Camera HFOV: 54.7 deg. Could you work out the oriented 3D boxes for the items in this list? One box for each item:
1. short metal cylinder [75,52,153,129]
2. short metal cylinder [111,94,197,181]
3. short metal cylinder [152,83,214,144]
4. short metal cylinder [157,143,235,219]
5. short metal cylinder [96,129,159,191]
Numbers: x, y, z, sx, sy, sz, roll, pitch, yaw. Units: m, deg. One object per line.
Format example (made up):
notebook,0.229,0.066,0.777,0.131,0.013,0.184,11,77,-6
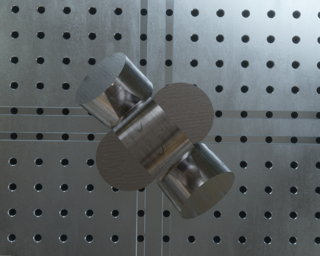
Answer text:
short metal cylinder,-0.056,-0.045,0.378,0.080,0.080,0.050,-46,125,0
short metal cylinder,-0.006,0.010,0.334,0.050,0.080,0.080,-41,91,0
short metal cylinder,0.025,-0.016,0.400,0.081,0.050,0.079,0,90,-1
short metal cylinder,0.044,0.065,0.379,0.080,0.080,0.050,-41,55,0
short metal cylinder,-0.037,0.037,0.400,0.081,0.050,0.079,0,90,-1
